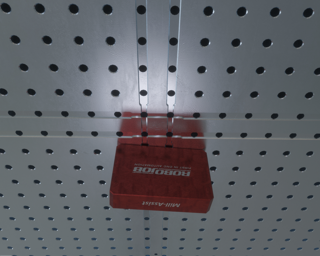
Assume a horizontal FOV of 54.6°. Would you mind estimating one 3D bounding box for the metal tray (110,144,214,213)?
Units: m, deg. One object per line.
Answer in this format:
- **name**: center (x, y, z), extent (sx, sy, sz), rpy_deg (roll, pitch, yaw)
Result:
- **metal tray**: center (0.002, 0.067, 0.425), extent (0.131, 0.090, 0.030), rpy_deg (4, 130, -4)
